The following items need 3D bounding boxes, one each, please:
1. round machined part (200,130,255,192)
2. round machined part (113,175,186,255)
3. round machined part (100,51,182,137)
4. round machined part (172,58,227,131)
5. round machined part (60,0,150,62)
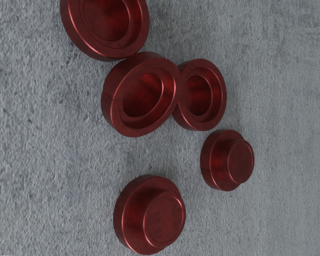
[{"bbox_3d":[0.112,0.051,0.487,0.099,0.042,0.097,0,90,-40],"label":"round machined part"},{"bbox_3d":[-0.006,0.110,0.389,0.099,0.042,0.097,0,90,-40],"label":"round machined part"},{"bbox_3d":[-0.025,-0.041,0.354,0.099,0.042,0.097,-28,137,-29],"label":"round machined part"},{"bbox_3d":[0.046,-0.045,0.432,0.099,0.042,0.097,0,90,-40],"label":"round machined part"},{"bbox_3d":[-0.063,-0.122,0.341,0.099,0.042,0.097,0,90,-40],"label":"round machined part"}]
